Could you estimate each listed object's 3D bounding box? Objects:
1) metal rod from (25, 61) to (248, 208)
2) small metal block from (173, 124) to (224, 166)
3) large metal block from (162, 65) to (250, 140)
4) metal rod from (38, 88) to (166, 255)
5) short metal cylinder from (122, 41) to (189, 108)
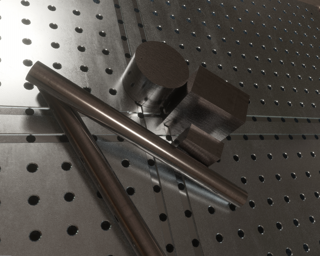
[{"bbox_3d":[-0.015,0.016,0.372,0.301,0.025,0.025,33,51,-15],"label":"metal rod"},{"bbox_3d":[0.046,0.028,0.402,0.050,0.050,0.025,31,52,-9],"label":"small metal block"},{"bbox_3d":[0.062,-0.025,0.424,0.080,0.080,0.050,29,52,-11],"label":"large metal block"},{"bbox_3d":[-0.053,0.068,0.339,0.025,0.025,0.299,-25,76,-37],"label":"metal rod"},{"bbox_3d":[-0.006,-0.075,0.435,0.081,0.050,0.080,14,56,-21],"label":"short metal cylinder"}]
